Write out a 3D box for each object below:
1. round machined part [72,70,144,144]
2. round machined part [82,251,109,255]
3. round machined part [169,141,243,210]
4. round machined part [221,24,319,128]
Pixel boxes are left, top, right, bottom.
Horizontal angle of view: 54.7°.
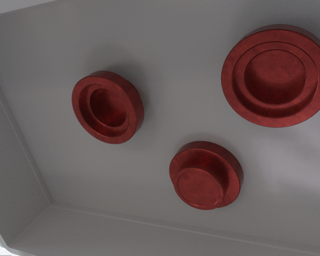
[{"bbox_3d":[-0.064,-0.031,0.413,0.098,0.042,0.097,13,124,21],"label":"round machined part"},{"bbox_3d":[-0.127,0.301,0.654,0.098,0.042,0.097,13,124,21],"label":"round machined part"},{"bbox_3d":[0.057,0.069,0.411,0.098,0.042,0.097,13,124,21],"label":"round machined part"},{"bbox_3d":[0.114,-0.053,0.305,0.098,0.042,0.097,13,124,21],"label":"round machined part"}]
